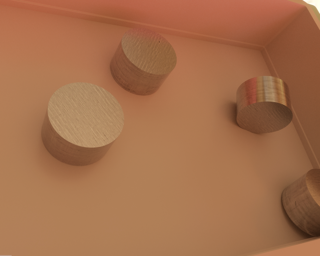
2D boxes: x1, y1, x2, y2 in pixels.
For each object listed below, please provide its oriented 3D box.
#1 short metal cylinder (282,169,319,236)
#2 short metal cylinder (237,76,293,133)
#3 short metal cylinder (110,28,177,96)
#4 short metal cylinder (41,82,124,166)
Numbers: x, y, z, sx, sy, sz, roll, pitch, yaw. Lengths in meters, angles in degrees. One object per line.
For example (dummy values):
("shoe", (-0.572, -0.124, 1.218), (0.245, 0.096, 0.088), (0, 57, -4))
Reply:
("short metal cylinder", (0.224, 0.105, 0.440), (0.081, 0.050, 0.080), (16, 45, -16))
("short metal cylinder", (0.160, -0.035, 0.480), (0.080, 0.080, 0.050), (21, 54, -17))
("short metal cylinder", (-0.024, -0.093, 0.435), (0.081, 0.050, 0.080), (14, 56, -21))
("short metal cylinder", (-0.087, -0.004, 0.346), (0.081, 0.050, 0.080), (14, 56, -21))
